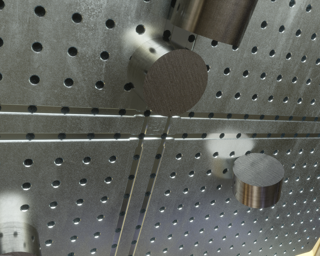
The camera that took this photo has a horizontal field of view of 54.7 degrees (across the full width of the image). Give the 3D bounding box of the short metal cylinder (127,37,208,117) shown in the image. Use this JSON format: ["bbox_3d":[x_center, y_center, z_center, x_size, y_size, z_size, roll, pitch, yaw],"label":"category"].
[{"bbox_3d":[0.008,-0.060,0.362,0.081,0.050,0.079,-14,124,-21],"label":"short metal cylinder"}]

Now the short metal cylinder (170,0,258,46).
[{"bbox_3d":[0.056,-0.125,0.329,0.081,0.080,0.050,5,116,-31],"label":"short metal cylinder"}]

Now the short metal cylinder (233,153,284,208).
[{"bbox_3d":[0.162,0.087,0.518,0.081,0.080,0.050,-20,126,-17],"label":"short metal cylinder"}]

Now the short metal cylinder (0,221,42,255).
[{"bbox_3d":[-0.194,0.166,0.392,0.081,0.050,0.079,-14,124,-21],"label":"short metal cylinder"}]
